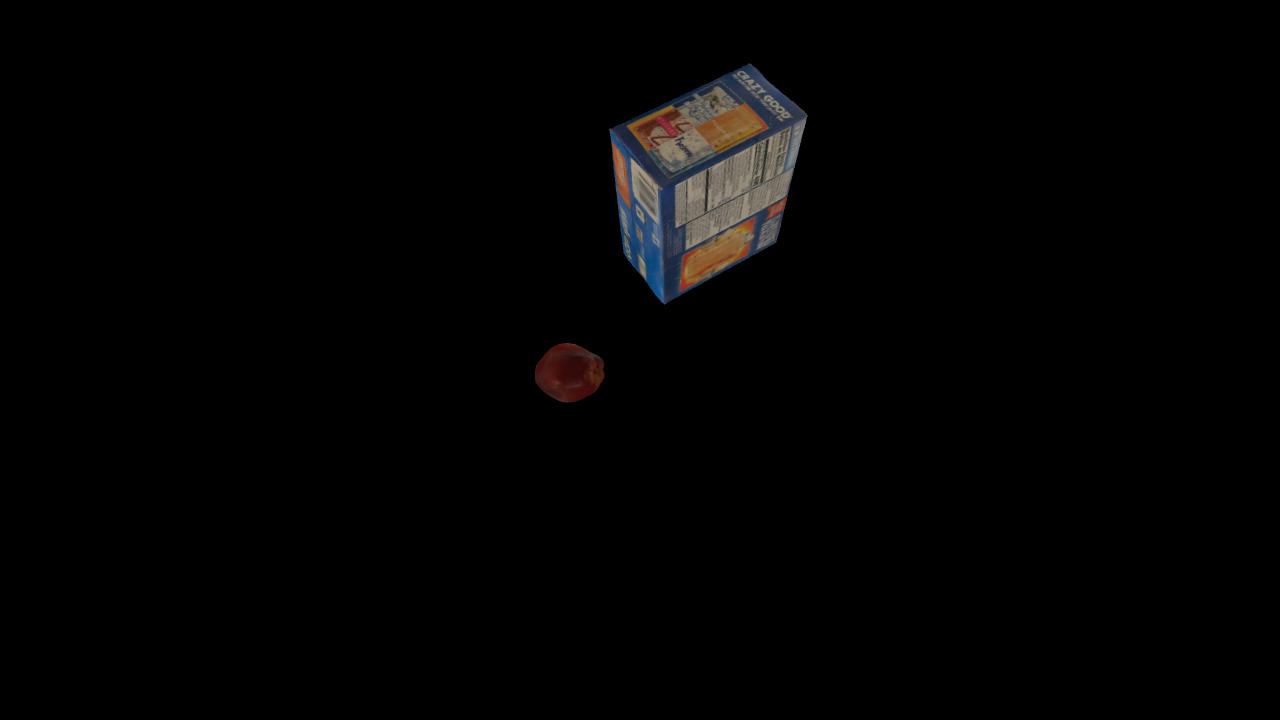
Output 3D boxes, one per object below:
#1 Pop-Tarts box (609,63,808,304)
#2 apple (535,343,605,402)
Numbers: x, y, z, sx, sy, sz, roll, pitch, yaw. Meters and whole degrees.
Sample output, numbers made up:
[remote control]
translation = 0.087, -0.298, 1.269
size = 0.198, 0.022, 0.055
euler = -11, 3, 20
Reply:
[Pop-Tarts box]
translation = 0.057, -0.152, 0.560
size = 0.141, 0.083, 0.167
euler = -29, -24, -11
[apple]
translation = -0.094, 0.017, 0.808
size = 0.093, 0.079, 0.079
euler = 4, 2, 33
